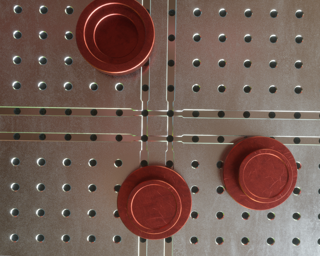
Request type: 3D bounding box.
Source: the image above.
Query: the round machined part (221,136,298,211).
[{"bbox_3d":[0.132,0.060,0.406,0.099,0.042,0.097,0,90,0],"label":"round machined part"}]

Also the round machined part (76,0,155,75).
[{"bbox_3d":[-0.056,-0.117,0.404,0.099,0.042,0.097,0,90,0],"label":"round machined part"}]

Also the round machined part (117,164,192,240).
[{"bbox_3d":[-0.007,0.098,0.405,0.099,0.042,0.097,0,90,0],"label":"round machined part"}]
